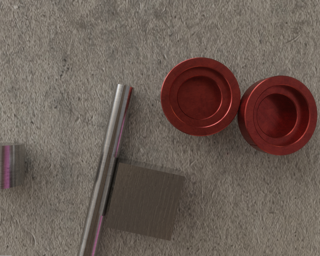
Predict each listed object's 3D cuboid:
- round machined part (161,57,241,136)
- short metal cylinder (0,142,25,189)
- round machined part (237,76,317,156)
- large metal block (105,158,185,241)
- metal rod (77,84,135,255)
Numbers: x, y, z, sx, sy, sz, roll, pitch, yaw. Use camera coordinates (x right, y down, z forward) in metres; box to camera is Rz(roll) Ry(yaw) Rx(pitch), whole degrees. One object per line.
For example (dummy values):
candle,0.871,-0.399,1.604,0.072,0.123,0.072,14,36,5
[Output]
round machined part,0.050,-0.039,0.401,0.099,0.042,0.097,0,90,0
short metal cylinder,-0.210,0.045,0.381,0.081,0.080,0.050,0,90,0
round machined part,0.144,-0.016,0.397,0.099,0.042,0.097,0,92,-12
large metal block,-0.018,0.089,0.397,0.080,0.050,0.080,12,90,0
metal rod,-0.079,0.090,0.409,0.025,0.025,0.298,13,90,0
